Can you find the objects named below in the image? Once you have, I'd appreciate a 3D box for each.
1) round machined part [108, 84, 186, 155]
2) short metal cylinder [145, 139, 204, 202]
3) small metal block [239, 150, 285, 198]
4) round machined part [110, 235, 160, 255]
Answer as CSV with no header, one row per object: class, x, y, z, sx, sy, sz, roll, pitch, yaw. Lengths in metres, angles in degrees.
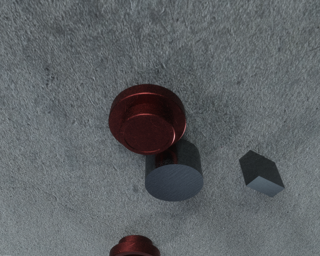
round machined part,-0.016,-0.004,0.393,0.099,0.042,0.097,0,130,0
short metal cylinder,0.019,0.061,0.443,0.081,0.050,0.079,-1,130,0
small metal block,0.147,0.066,0.450,0.050,0.050,0.025,26,125,-21
round machined part,-0.048,0.245,0.605,0.099,0.042,0.097,-1,130,0
